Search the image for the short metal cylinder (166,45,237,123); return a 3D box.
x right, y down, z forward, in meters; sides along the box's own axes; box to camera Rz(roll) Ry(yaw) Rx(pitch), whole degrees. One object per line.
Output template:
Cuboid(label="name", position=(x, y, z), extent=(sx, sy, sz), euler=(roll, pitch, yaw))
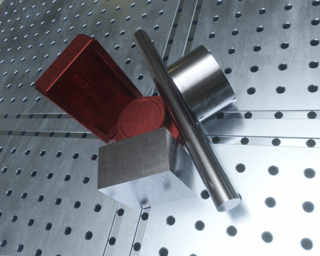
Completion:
Cuboid(label="short metal cylinder", position=(0.049, -0.053, 0.377), extent=(0.050, 0.080, 0.080), euler=(-32, 52, 7))

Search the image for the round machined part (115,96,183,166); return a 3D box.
Cuboid(label="round machined part", position=(-0.017, -0.002, 0.406), extent=(0.098, 0.042, 0.098), euler=(-13, 56, 20))

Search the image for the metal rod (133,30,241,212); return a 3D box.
Cuboid(label="metal rod", position=(0.018, -0.033, 0.391), extent=(0.025, 0.025, 0.300), euler=(-31, 52, 8))

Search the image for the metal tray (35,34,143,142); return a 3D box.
Cuboid(label="metal tray", position=(-0.087, -0.048, 0.415), extent=(0.030, 0.130, 0.090), euler=(31, 79, 37))

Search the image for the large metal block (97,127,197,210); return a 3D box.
Cuboid(label="large metal block", position=(-0.013, 0.049, 0.348), extent=(0.080, 0.080, 0.050), euler=(-18, 55, 18))
